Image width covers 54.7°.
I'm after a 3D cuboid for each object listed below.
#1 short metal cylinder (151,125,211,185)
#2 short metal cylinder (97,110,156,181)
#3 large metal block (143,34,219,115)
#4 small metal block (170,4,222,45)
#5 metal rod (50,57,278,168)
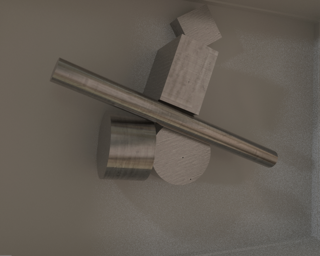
[{"bbox_3d":[0.018,0.030,0.405,0.081,0.050,0.079,0,90,-20],"label":"short metal cylinder"},{"bbox_3d":[-0.042,0.021,0.367,0.050,0.080,0.080,6,88,-20],"label":"short metal cylinder"},{"bbox_3d":[0.021,-0.061,0.390,0.050,0.080,0.080,21,83,-19],"label":"large metal block"},{"bbox_3d":[0.050,-0.135,0.430,0.050,0.025,0.050,-31,101,-18],"label":"small metal block"},{"bbox_3d":[0.026,-0.007,0.362,0.302,0.025,0.025,21,83,-26],"label":"metal rod"}]
